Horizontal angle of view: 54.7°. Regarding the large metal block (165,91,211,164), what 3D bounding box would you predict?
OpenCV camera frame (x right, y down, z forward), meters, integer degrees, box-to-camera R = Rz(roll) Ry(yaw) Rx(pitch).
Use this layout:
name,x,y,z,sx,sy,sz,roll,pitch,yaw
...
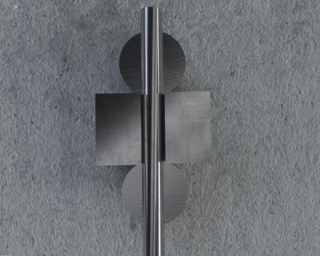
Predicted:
name,x,y,z,sx,sy,sz,roll,pitch,yaw
large metal block,0.031,-0.001,0.384,0.050,0.080,0.080,-1,90,0

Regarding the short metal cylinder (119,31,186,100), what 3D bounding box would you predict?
name,x,y,z,sx,sy,sz,roll,pitch,yaw
short metal cylinder,-0.009,-0.078,0.398,0.081,0.050,0.080,0,90,0

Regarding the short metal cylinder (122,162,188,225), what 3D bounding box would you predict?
name,x,y,z,sx,sy,sz,roll,pitch,yaw
short metal cylinder,-0.006,0.078,0.399,0.081,0.050,0.080,0,90,0

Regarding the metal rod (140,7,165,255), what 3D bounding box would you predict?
name,x,y,z,sx,sy,sz,roll,pitch,yaw
metal rod,-0.009,0.013,0.361,0.025,0.025,0.298,-1,90,0

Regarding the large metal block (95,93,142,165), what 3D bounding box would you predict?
name,x,y,z,sx,sy,sz,roll,pitch,yaw
large metal block,-0.046,0.001,0.383,0.050,0.080,0.080,-1,90,0
